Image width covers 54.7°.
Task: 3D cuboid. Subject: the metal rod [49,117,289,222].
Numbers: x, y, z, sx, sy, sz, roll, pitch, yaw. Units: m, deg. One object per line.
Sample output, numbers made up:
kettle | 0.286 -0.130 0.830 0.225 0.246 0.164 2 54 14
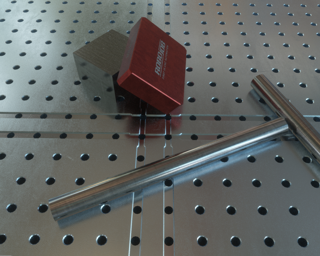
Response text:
metal rod | 0.023 0.043 0.371 0.302 0.025 0.025 -18 53 -15

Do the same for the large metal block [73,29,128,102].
large metal block | -0.070 -0.098 0.473 0.080 0.050 0.080 32 57 24

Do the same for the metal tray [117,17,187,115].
metal tray | -0.006 -0.092 0.449 0.090 0.030 0.130 31 45 -26

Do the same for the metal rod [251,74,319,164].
metal rod | 0.205 0.035 0.380 0.025 0.025 0.300 -17 52 -14
